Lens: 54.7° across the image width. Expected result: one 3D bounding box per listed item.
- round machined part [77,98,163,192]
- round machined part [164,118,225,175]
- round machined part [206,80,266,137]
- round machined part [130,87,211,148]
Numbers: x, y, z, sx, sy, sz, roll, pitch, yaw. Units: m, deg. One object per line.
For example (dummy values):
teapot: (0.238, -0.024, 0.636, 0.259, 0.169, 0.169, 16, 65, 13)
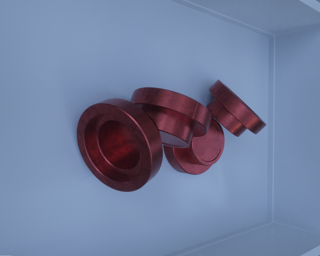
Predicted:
round machined part: (-0.038, 0.015, 0.331, 0.042, 0.098, 0.097, -32, 111, -52)
round machined part: (0.055, 0.019, 0.444, 0.099, 0.042, 0.097, 0, 90, -40)
round machined part: (0.108, -0.024, 0.466, 0.098, 0.098, 0.042, 32, 109, -36)
round machined part: (0.008, -0.007, 0.368, 0.098, 0.098, 0.042, 29, 72, -37)
